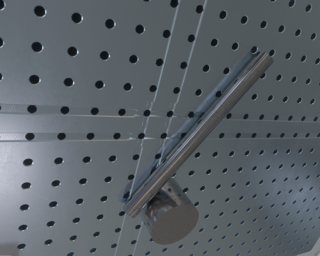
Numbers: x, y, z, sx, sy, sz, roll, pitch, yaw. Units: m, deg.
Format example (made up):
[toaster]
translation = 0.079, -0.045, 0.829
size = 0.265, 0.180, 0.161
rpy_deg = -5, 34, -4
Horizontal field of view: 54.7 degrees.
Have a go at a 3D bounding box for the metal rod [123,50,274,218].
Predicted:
[metal rod]
translation = 0.051, 0.013, 0.447
size = 0.299, 0.025, 0.025
rpy_deg = -49, 129, 6

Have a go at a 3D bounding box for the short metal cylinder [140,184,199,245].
[short metal cylinder]
translation = 0.013, 0.135, 0.486
size = 0.081, 0.050, 0.079
rpy_deg = -14, 124, -21
